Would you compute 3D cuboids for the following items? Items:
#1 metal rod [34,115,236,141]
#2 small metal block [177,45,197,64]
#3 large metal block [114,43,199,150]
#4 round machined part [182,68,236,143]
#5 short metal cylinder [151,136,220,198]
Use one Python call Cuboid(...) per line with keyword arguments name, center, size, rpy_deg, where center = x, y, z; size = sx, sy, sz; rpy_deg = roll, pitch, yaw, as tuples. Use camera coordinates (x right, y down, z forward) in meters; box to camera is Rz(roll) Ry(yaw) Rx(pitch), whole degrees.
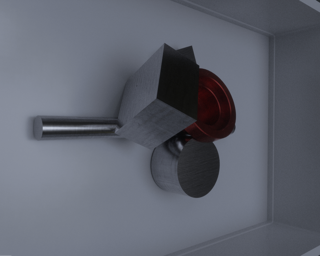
Cuboid(name="metal rod", center=(-0.004, -0.001, 0.401), size=(0.302, 0.025, 0.025), rpy_deg=(0, 90, -40))
Cuboid(name="small metal block", center=(0.025, -0.082, 0.428), size=(0.050, 0.025, 0.050), rpy_deg=(-27, 107, -37))
Cuboid(name="large metal block", center=(-0.002, -0.033, 0.350), size=(0.050, 0.080, 0.080), rpy_deg=(27, 50, -26))
Cuboid(name="round machined part", center=(0.054, -0.027, 0.416), size=(0.099, 0.042, 0.098), rpy_deg=(16, 63, -34))
Cuboid(name="short metal cylinder", center=(0.035, 0.050, 0.419), size=(0.081, 0.050, 0.079), rpy_deg=(0, 90, -40))
